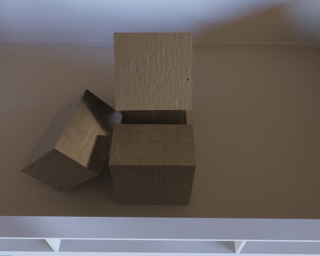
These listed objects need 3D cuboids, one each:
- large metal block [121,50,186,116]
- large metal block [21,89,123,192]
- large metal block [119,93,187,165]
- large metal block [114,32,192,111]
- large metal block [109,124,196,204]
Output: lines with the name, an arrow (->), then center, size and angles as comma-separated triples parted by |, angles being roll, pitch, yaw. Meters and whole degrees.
large metal block -> -0.009, -0.060, 0.417 | 0.081, 0.080, 0.050 | -1, 50, -1
large metal block -> -0.096, 0.016, 0.342 | 0.050, 0.080, 0.080 | 38, 46, -25
large metal block -> -0.009, 0.001, 0.388 | 0.081, 0.050, 0.080 | 0, 50, -1
large metal block -> -0.007, -0.061, 0.345 | 0.081, 0.079, 0.050 | -1, 5, -1
large metal block -> -0.007, 0.041, 0.332 | 0.081, 0.080, 0.050 | 0, 50, 0
